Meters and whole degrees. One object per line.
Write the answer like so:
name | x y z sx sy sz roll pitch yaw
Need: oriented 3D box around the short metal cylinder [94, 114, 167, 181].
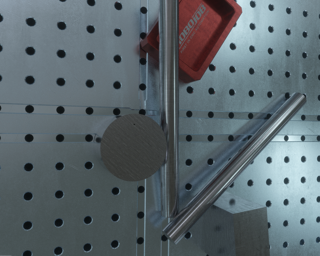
short metal cylinder | -0.038 0.023 0.386 0.081 0.050 0.079 0 90 -21

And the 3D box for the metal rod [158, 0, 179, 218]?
metal rod | 0.012 -0.031 0.395 0.025 0.025 0.298 -4 100 -20

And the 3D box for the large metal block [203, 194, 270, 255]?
large metal block | 0.101 0.141 0.423 0.050 0.080 0.079 -5 92 -20

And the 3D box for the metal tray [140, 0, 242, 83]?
metal tray | 0.045 -0.139 0.427 0.090 0.030 0.130 36 78 -17

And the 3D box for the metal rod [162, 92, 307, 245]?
metal rod | 0.117 0.046 0.445 0.301 0.025 0.025 -41 104 -20
